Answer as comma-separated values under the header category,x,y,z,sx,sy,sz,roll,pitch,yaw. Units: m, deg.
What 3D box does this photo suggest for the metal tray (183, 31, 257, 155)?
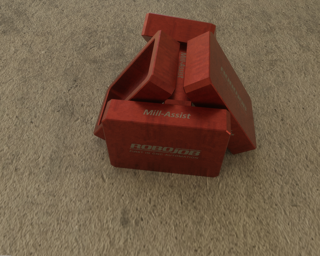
category,x,y,z,sx,sy,sz,roll,pitch,yaw
metal tray,0.076,-0.039,0.374,0.030,0.130,0.090,-19,44,29

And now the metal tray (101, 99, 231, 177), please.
category,x,y,z,sx,sy,sz,roll,pitch,yaw
metal tray,0.007,0.014,0.350,0.131,0.089,0.030,5,51,4

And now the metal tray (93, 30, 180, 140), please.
category,x,y,z,sx,sy,sz,roll,pitch,yaw
metal tray,-0.030,-0.047,0.381,0.030,0.129,0.090,30,46,-24

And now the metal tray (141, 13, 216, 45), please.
category,x,y,z,sx,sy,sz,roll,pitch,yaw
metal tray,0.034,-0.123,0.448,0.090,0.130,0.030,14,93,11

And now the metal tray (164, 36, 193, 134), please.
category,x,y,z,sx,sy,sz,roll,pitch,yaw
metal tray,0.026,-0.047,0.401,0.030,0.089,0.130,6,50,4
